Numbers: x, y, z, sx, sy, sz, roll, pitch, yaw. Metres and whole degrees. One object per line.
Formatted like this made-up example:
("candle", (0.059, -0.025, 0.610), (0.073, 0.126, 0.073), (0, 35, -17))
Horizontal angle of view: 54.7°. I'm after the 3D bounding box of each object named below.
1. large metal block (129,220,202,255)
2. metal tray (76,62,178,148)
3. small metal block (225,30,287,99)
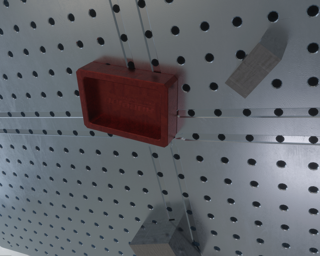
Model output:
("large metal block", (0.010, 0.204, 0.516), (0.080, 0.050, 0.080), (-17, 109, 35))
("metal tray", (-0.044, -0.032, 0.411), (0.130, 0.030, 0.089), (13, 124, 21))
("small metal block", (0.095, -0.064, 0.306), (0.025, 0.050, 0.050), (38, 129, 2))
